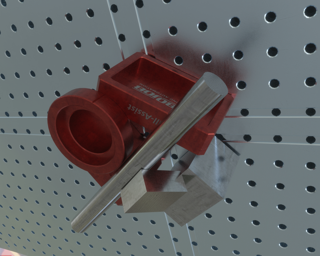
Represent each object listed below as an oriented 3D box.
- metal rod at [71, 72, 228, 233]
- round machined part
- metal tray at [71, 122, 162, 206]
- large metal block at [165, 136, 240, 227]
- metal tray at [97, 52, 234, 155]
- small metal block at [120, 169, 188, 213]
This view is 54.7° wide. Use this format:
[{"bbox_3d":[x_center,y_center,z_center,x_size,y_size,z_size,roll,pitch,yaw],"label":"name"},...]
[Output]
[{"bbox_3d":[-0.034,0.050,0.341,0.025,0.025,0.298,42,129,-1],"label":"metal rod"},{"bbox_3d":[-0.072,0.000,0.347,0.098,0.042,0.097,13,124,20],"label":"round machined part"},{"bbox_3d":[-0.064,0.027,0.417,0.030,0.090,0.130,-33,101,38],"label":"metal tray"},{"bbox_3d":[0.045,0.063,0.386,0.050,0.080,0.080,41,129,-1],"label":"large metal block"},{"bbox_3d":[0.008,-0.033,0.343,0.130,0.090,0.030,28,129,10],"label":"metal tray"},{"bbox_3d":[-0.008,0.069,0.335,0.050,0.050,0.025,-50,45,39],"label":"small metal block"}]
